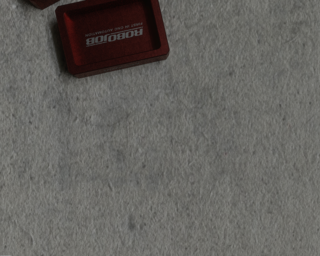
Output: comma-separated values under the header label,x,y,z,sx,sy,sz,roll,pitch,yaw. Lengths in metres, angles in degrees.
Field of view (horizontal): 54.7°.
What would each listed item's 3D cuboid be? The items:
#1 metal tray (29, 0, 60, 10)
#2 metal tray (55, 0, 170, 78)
label,x,y,z,sx,sy,sz,roll,pitch,yaw
metal tray,-0.128,-0.228,0.406,0.130,0.030,0.090,-29,90,-1
metal tray,-0.060,-0.124,0.406,0.131,0.030,0.089,-13,90,-1
